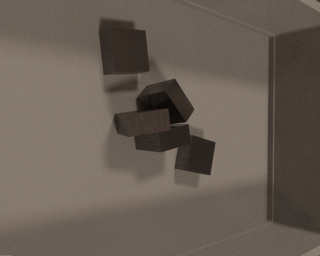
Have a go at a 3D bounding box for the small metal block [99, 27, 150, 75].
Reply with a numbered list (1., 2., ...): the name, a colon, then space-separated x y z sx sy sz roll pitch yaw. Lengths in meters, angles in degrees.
1. small metal block: -0.042 -0.091 0.373 0.050 0.025 0.050 -10 97 -40

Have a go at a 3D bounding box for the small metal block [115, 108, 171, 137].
1. small metal block: -0.021 -0.008 0.365 0.050 0.050 0.025 -9 97 -21

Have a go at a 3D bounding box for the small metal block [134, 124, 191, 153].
1. small metal block: 0.003 0.011 0.395 0.050 0.050 0.025 -14 100 -40

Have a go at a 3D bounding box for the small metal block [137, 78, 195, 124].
1. small metal block: 0.008 -0.032 0.397 0.050 0.050 0.025 54 51 -26

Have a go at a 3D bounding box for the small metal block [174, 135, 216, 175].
1. small metal block: 0.052 0.040 0.453 0.050 0.025 0.050 17 79 -39
